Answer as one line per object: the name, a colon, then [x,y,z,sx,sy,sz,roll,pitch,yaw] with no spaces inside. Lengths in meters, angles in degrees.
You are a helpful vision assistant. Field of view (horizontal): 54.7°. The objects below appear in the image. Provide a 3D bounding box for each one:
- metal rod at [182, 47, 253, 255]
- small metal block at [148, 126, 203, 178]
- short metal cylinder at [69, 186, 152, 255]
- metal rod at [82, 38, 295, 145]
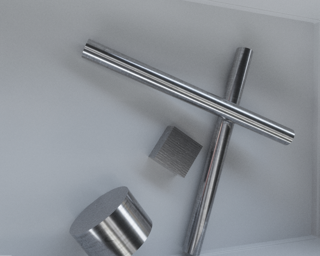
metal rod: [0.084,0.029,0.443,0.025,0.025,0.299,18,84,-20]
small metal block: [0.021,0.032,0.420,0.050,0.025,0.050,35,78,-17]
short metal cylinder: [-0.056,0.114,0.361,0.080,0.080,0.050,-37,102,-16]
metal rod: [0.046,-0.042,0.409,0.302,0.025,0.025,22,83,-12]
